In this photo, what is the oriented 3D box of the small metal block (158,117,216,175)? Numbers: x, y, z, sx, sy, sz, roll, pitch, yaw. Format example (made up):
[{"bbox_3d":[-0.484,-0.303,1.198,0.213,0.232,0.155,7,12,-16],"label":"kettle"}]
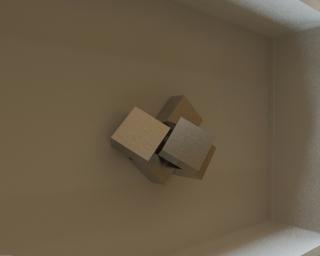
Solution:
[{"bbox_3d":[0.033,0.023,0.386,0.050,0.025,0.050,31,67,0],"label":"small metal block"}]

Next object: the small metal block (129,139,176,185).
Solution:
[{"bbox_3d":[-0.004,0.038,0.403,0.050,0.025,0.050,50,60,-29],"label":"small metal block"}]

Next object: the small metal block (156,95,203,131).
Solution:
[{"bbox_3d":[0.026,-0.010,0.428,0.050,0.025,0.050,50,60,-29],"label":"small metal block"}]

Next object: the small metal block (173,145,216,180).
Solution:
[{"bbox_3d":[0.042,0.040,0.425,0.025,0.050,0.050,43,64,-32],"label":"small metal block"}]

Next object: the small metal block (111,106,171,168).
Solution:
[{"bbox_3d":[-0.023,0.011,0.371,0.050,0.025,0.050,32,65,6],"label":"small metal block"}]
